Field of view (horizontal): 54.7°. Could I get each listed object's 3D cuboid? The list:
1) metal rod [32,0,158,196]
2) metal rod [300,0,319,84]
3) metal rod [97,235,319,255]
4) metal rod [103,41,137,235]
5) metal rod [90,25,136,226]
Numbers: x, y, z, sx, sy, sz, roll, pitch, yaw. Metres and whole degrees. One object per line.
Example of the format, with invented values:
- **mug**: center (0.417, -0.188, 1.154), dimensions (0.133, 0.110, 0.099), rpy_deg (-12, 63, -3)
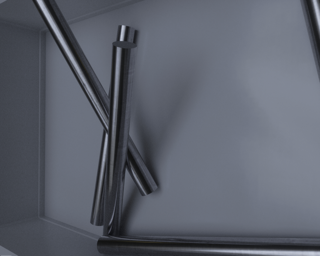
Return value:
- **metal rod**: center (-0.084, -0.046, 0.403), dimensions (0.025, 0.025, 0.299), rpy_deg (-24, 98, 37)
- **metal rod**: center (0.164, 0.000, 0.271), dimensions (0.025, 0.025, 0.298), rpy_deg (-15, 80, 38)
- **metal rod**: center (0.042, 0.138, 0.354), dimensions (0.300, 0.025, 0.025), rpy_deg (-13, 82, 34)
- **metal rod**: center (-0.055, 0.042, 0.391), dimensions (0.025, 0.025, 0.298), rpy_deg (33, 128, 35)
- **metal rod**: center (-0.072, 0.002, 0.463), dimensions (0.025, 0.025, 0.298), rpy_deg (16, 100, 38)
